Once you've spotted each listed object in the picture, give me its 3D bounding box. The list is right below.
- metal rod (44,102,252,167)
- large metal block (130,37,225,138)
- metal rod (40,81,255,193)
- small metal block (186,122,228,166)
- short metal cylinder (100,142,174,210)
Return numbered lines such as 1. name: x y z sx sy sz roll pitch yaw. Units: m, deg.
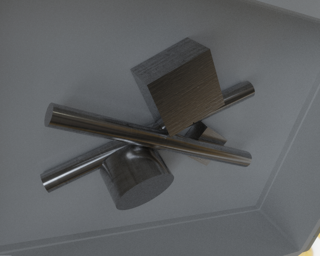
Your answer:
1. metal rod: 0.011 0.017 0.392 0.302 0.025 0.025 14 111 -34
2. large metal block: 0.023 -0.049 0.374 0.080 0.050 0.080 -31 129 -8
3. metal rod: -0.005 0.005 0.408 0.302 0.025 0.025 -25 128 -14
4. small metal block: 0.063 0.022 0.454 0.050 0.025 0.050 30 102 -38
5. short metal cylinder: -0.029 0.061 0.396 0.081 0.050 0.080 -25 152 -14
